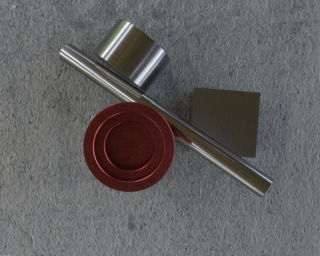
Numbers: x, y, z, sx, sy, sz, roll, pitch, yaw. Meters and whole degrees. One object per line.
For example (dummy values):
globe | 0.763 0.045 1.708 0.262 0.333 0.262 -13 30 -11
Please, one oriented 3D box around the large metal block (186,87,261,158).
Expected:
large metal block | 0.079 -0.007 0.400 0.081 0.050 0.079 4 90 -1

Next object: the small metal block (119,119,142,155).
small metal block | -0.037 0.008 0.399 0.025 0.050 0.050 -2 90 0

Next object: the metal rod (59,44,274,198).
metal rod | -0.003 -0.017 0.374 0.300 0.025 0.025 35 90 14

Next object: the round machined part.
round machined part | -0.033 0.020 0.353 0.099 0.042 0.097 0 91 -1

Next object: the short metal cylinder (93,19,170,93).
short metal cylinder | -0.035 -0.087 0.383 0.080 0.080 0.050 37 90 -1
